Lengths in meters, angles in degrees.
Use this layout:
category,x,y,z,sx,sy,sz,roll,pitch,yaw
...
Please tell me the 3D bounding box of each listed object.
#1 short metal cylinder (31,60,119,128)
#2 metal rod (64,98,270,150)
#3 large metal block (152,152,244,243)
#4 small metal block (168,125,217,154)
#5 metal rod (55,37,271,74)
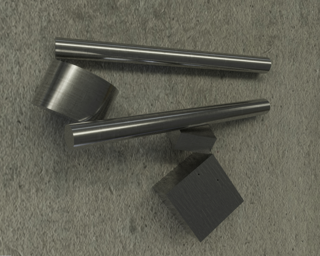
category,x,y,z,sx,sy,sz,roll,pitch,yaw
short metal cylinder,-0.093,-0.034,0.346,0.080,0.080,0.050,25,82,-19
metal rod,0.035,-0.012,0.382,0.303,0.025,0.025,-10,94,-35
large metal block,0.051,0.088,0.416,0.080,0.050,0.080,-38,103,-16
small metal block,0.039,0.006,0.409,0.050,0.050,0.025,10,121,-20
metal rod,0.019,-0.095,0.416,0.303,0.025,0.025,0,90,-21
